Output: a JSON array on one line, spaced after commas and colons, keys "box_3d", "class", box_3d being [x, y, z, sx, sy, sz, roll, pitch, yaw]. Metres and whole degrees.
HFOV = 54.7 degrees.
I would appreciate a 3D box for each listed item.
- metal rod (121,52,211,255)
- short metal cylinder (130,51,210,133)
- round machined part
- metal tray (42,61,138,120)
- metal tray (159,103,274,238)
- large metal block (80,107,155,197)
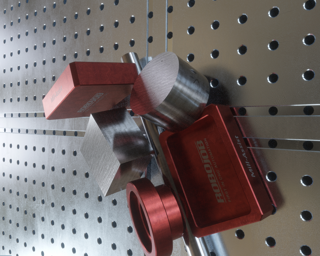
[{"box_3d": [0.005, 0.035, 0.400, 0.025, 0.025, 0.299, -31, 71, 35], "class": "metal rod"}, {"box_3d": [0.010, -0.041, 0.361, 0.080, 0.050, 0.080, -31, 45, 36], "class": "short metal cylinder"}, {"box_3d": [-0.005, 0.107, 0.379, 0.098, 0.042, 0.097, 166, 90, -70], "class": "round machined part"}, {"box_3d": [-0.097, -0.048, 0.423, 0.130, 0.091, 0.030, -27, 75, 52], "class": "metal tray"}, {"box_3d": [0.058, 0.049, 0.353, 0.090, 0.030, 0.130, -31, 71, 35], "class": "metal tray"}, {"box_3d": [-0.060, 0.031, 0.414, 0.080, 0.050, 0.079, 55, 140, 25], "class": "large metal block"}]
